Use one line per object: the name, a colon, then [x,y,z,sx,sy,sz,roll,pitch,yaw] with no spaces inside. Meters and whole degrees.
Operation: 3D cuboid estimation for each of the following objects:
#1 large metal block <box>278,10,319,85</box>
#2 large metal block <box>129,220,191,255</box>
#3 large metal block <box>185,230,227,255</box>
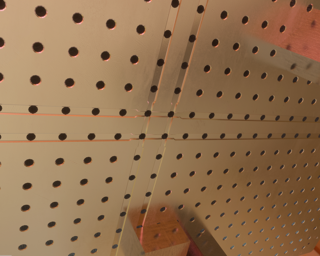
large metal block: [0.229,-0.110,0.431,0.080,0.080,0.050,-41,129,0]
large metal block: [-0.004,0.209,0.522,0.081,0.050,0.079,-3,120,-27]
large metal block: [0.079,0.240,0.566,0.080,0.080,0.050,28,103,-38]
